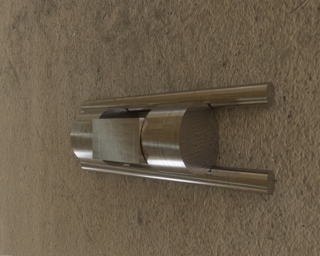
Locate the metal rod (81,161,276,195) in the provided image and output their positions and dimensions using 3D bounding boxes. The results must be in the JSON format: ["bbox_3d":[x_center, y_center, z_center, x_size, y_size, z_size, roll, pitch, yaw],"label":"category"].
[{"bbox_3d":[-0.003,0.056,0.409,0.300,0.025,0.025,0,90,40],"label":"metal rod"}]

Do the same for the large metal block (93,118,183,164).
[{"bbox_3d":[-0.027,0.014,0.390,0.080,0.081,0.050,0,90,40],"label":"large metal block"}]

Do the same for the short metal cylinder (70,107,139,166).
[{"bbox_3d":[-0.076,0.012,0.433,0.050,0.081,0.080,-1,90,40],"label":"short metal cylinder"}]

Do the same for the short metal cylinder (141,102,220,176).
[{"bbox_3d":[0.025,0.012,0.349,0.050,0.081,0.080,-1,90,40],"label":"short metal cylinder"}]

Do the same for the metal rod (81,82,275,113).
[{"bbox_3d":[-0.003,-0.034,0.409,0.300,0.025,0.025,0,90,40],"label":"metal rod"}]
